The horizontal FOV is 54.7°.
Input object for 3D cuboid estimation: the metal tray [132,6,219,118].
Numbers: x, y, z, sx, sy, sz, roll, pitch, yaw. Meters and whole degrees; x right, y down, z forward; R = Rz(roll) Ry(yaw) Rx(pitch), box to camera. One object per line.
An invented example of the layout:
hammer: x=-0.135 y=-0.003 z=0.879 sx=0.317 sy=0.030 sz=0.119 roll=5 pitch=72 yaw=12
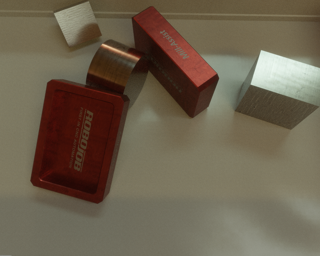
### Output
metal tray: x=0.016 y=-0.083 z=0.405 sx=0.030 sy=0.090 sz=0.130 roll=-36 pitch=74 yaw=-12

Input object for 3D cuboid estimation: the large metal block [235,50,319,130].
large metal block: x=0.151 y=-0.046 z=0.399 sx=0.080 sy=0.080 sz=0.050 roll=19 pitch=71 yaw=6

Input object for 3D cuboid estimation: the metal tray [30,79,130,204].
metal tray: x=-0.095 y=0.015 z=0.367 sx=0.090 sy=0.030 sz=0.129 roll=15 pitch=100 yaw=5

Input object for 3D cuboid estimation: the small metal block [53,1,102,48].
small metal block: x=-0.119 y=-0.151 z=0.448 sx=0.050 sy=0.050 sz=0.025 roll=-24 pitch=32 yaw=-9

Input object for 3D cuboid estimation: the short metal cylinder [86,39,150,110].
short metal cylinder: x=-0.053 y=-0.068 z=0.405 sx=0.050 sy=0.080 sz=0.080 roll=24 pitch=72 yaw=8
